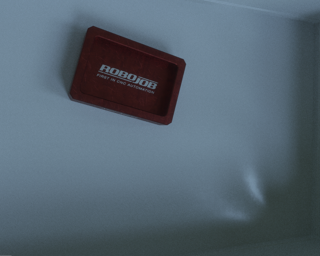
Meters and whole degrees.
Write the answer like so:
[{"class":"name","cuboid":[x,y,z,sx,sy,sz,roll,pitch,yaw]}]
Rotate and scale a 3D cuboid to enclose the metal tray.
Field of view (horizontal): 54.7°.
[{"class":"metal tray","cuboid":[-0.039,-0.062,0.393,0.131,0.030,0.090,16,85,-20]}]
